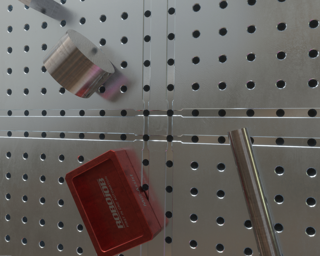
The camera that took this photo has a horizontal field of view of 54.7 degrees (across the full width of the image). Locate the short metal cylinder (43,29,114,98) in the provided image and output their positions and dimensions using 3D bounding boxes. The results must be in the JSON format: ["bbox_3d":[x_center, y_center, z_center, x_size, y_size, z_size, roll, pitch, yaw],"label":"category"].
[{"bbox_3d":[-0.109,-0.087,0.422,0.050,0.080,0.080,-42,77,15],"label":"short metal cylinder"}]

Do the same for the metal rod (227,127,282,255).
[{"bbox_3d":[0.130,0.147,0.366,0.025,0.025,0.298,-15,85,19],"label":"metal rod"}]

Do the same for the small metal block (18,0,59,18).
[{"bbox_3d":[-0.192,-0.196,0.467,0.050,0.050,0.025,33,101,17],"label":"small metal block"}]

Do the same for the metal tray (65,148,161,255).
[{"bbox_3d":[-0.067,0.105,0.433,0.090,0.030,0.130,-29,81,17],"label":"metal tray"}]
